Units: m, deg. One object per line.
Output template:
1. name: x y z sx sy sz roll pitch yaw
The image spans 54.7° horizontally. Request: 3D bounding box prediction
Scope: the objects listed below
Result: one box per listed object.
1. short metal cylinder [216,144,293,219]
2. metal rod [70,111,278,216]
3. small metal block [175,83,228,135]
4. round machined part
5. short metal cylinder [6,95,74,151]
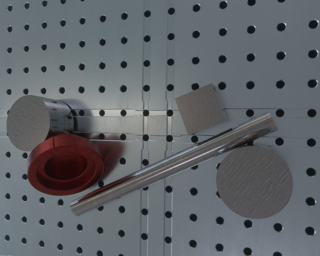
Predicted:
1. short metal cylinder: 0.110 0.059 0.360 0.080 0.050 0.079 0 90 20
2. metal rod: 0.005 0.054 0.410 0.300 0.025 0.025 -26 82 18
3. small metal block: 0.053 -0.023 0.394 0.050 0.025 0.050 -22 83 18
4. round machined part: -0.131 0.046 0.430 0.098 0.098 0.042 -42 42 15
5. short metal cylinder: -0.177 -0.006 0.458 0.080 0.050 0.080 -1 86 22
